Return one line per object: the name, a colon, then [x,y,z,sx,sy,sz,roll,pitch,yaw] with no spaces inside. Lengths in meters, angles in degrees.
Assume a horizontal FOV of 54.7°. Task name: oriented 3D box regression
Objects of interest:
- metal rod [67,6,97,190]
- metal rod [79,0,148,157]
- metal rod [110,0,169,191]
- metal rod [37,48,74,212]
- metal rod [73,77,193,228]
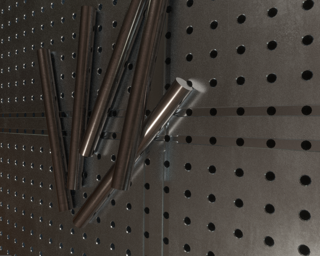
metal rod: [-0.130,-0.046,0.513,0.025,0.025,0.298,10,96,39]
metal rod: [-0.065,-0.090,0.460,0.025,0.025,0.298,35,111,34]
metal rod: [-0.022,-0.068,0.403,0.025,0.025,0.298,12,91,39]
metal rod: [-0.192,-0.001,0.564,0.025,0.025,0.298,-18,78,38]
metal rod: [-0.052,0.051,0.449,0.298,0.025,0.025,-52,60,27]
